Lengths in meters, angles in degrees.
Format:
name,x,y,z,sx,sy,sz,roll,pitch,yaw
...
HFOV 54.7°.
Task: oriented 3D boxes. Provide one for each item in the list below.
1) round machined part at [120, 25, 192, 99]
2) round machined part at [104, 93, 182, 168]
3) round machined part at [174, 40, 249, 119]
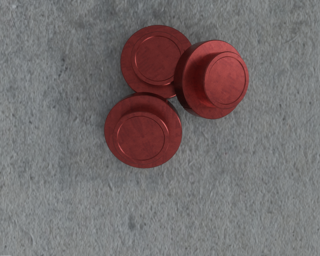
name,x,y,z,sx,sy,sz,roll,pitch,yaw
round machined part,-0.002,-0.086,0.401,0.099,0.042,0.097,0,90,-1
round machined part,-0.021,0.007,0.388,0.099,0.042,0.097,1,107,3
round machined part,0.070,-0.059,0.382,0.099,0.042,0.097,-5,101,-28
